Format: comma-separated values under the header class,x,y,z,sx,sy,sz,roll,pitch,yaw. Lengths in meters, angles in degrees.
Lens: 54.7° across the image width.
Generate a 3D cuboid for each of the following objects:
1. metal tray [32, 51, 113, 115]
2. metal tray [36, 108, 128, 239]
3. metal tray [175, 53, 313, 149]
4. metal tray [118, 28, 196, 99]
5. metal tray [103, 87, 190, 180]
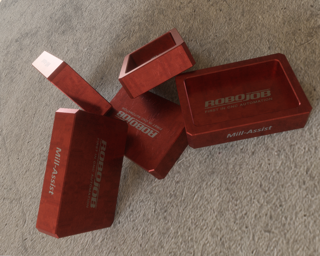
class,x,y,z,sx,sy,sz,roll,pitch,yaw
metal tray,-0.130,-0.063,0.449,0.030,0.090,0.130,-49,35,-6
metal tray,-0.083,0.049,0.350,0.030,0.090,0.129,6,85,31
metal tray,0.089,-0.033,0.354,0.131,0.030,0.090,-11,55,4
metal tray,-0.006,-0.093,0.423,0.090,0.030,0.130,-27,23,10
metal tray,-0.023,-0.001,0.413,0.130,0.030,0.090,29,77,37
